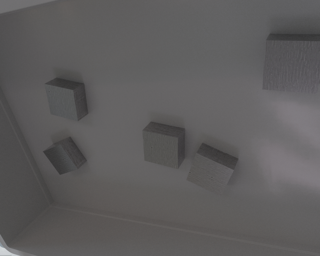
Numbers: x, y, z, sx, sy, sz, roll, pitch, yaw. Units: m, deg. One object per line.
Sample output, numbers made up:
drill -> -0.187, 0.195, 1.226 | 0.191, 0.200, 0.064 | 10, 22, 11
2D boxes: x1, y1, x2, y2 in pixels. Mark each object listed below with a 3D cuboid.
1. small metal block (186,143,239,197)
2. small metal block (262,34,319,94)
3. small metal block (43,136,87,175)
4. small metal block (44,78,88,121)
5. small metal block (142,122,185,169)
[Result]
small metal block -> 0.068, 0.055, 0.407 | 0.050, 0.025, 0.050 | 24, 127, 13
small metal block -> 0.129, -0.063, 0.301 | 0.050, 0.025, 0.050 | 8, 122, 24
small metal block -> -0.160, 0.047, 0.523 | 0.050, 0.025, 0.050 | -20, 108, 35
small metal block -> -0.137, -0.042, 0.455 | 0.050, 0.025, 0.050 | 14, 124, 20
small metal block -> 0.006, 0.023, 0.420 | 0.050, 0.025, 0.050 | 12, 124, 21
